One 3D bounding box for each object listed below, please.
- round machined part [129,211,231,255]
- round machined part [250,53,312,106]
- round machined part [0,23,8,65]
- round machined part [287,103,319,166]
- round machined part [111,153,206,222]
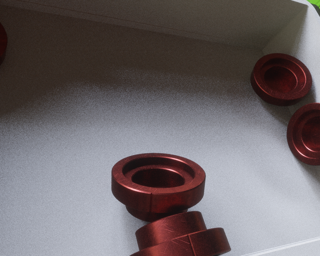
[{"bbox_3d":[0.014,0.112,0.298,0.099,0.097,0.042,-2,60,-29],"label":"round machined part"},{"bbox_3d":[0.206,-0.079,0.539,0.099,0.042,0.098,1,63,-2],"label":"round machined part"},{"bbox_3d":[-0.220,-0.105,0.337,0.099,0.042,0.098,16,55,-23],"label":"round machined part"},{"bbox_3d":[0.256,0.010,0.490,0.042,0.097,0.098,3,60,-30],"label":"round machined part"},{"bbox_3d":[-0.002,0.065,0.332,0.099,0.042,0.098,3,17,-1],"label":"round machined part"}]
